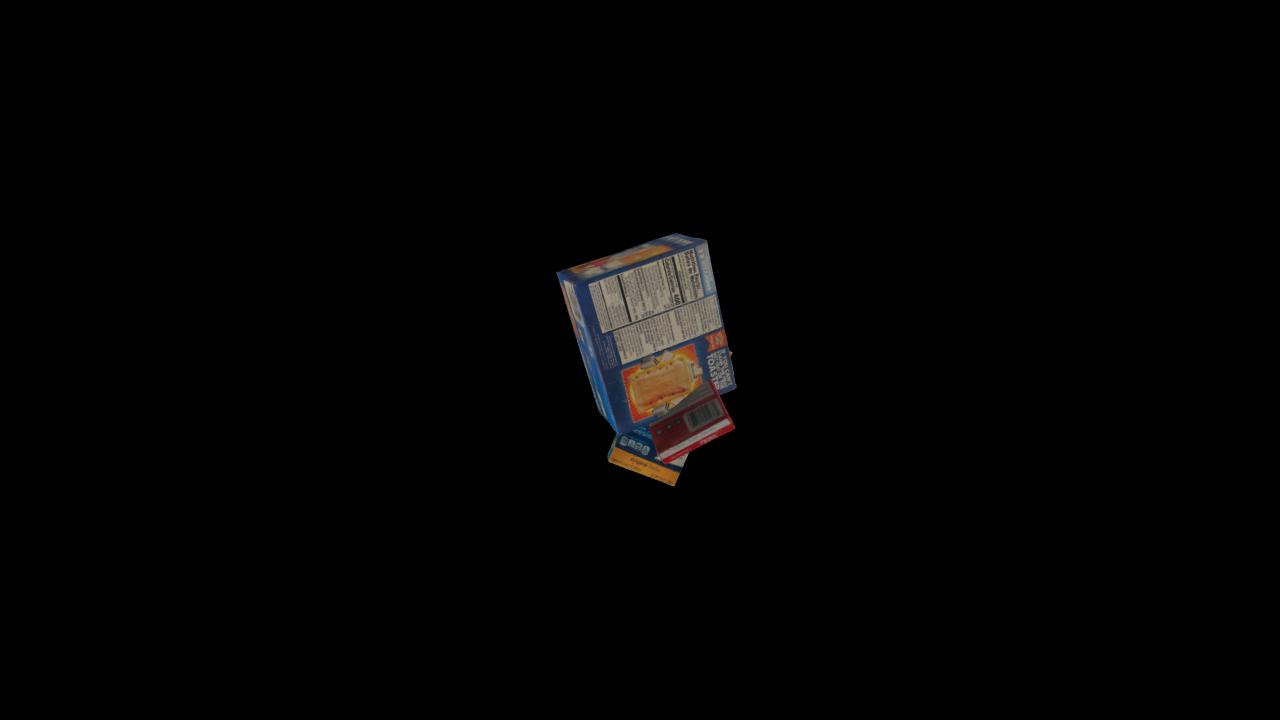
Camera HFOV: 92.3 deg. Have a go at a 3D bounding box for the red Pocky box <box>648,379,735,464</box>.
[{"bbox_3d":[0.038,0.031,0.667,0.083,0.155,0.028,-29,-45,8],"label":"red Pocky box"}]

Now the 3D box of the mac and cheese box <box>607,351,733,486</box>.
[{"bbox_3d":[0.036,0.056,0.769,0.093,0.184,0.041,22,4,-5],"label":"mac and cheese box"}]

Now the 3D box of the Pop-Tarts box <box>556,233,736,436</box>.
[{"bbox_3d":[0.008,-0.030,0.642,0.141,0.167,0.083,-21,24,-13],"label":"Pop-Tarts box"}]
